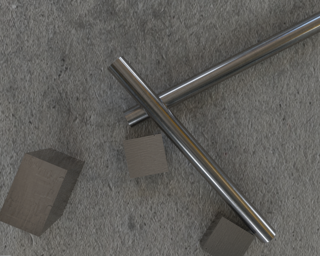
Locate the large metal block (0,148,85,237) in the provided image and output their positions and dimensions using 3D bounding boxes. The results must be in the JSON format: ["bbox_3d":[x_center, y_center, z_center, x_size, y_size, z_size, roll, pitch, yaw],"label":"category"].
[{"bbox_3d":[-0.141,0.074,0.381,0.050,0.080,0.080,23,90,-1],"label":"large metal block"}]

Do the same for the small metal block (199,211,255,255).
[{"bbox_3d":[0.088,0.148,0.411,0.050,0.025,0.050,32,90,-1],"label":"small metal block"}]

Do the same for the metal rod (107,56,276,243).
[{"bbox_3d":[0.045,0.032,0.393,0.025,0.025,0.300,-42,97,0],"label":"metal rod"}]

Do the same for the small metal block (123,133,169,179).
[{"bbox_3d":[-0.018,0.036,0.410,0.050,0.025,0.050,-11,90,-1],"label":"small metal block"}]

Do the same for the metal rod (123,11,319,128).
[{"bbox_3d":[0.091,-0.080,0.411,0.301,0.025,0.025,-27,90,-1],"label":"metal rod"}]
